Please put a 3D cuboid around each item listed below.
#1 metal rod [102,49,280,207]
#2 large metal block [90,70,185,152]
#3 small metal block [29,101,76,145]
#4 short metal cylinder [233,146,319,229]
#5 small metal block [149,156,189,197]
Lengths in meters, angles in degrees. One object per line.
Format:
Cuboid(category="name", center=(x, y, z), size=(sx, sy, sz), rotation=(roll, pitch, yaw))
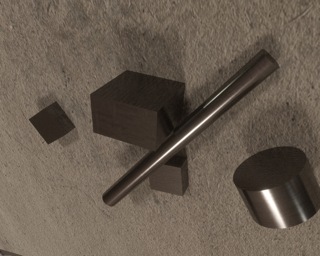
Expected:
Cuboid(category="metal rod", center=(0.017, 0.018, 0.384), size=(0.025, 0.025, 0.299), rotation=(45, 122, -3))
Cuboid(category="large metal block", center=(-0.024, -0.024, 0.367), size=(0.080, 0.080, 0.050), rotation=(16, 125, 19))
Cuboid(category="small metal block", center=(-0.171, -0.007, 0.490), size=(0.050, 0.025, 0.050), rotation=(-24, 106, 36))
Cuboid(category="short metal cylinder", center=(0.129, 0.063, 0.342), size=(0.080, 0.080, 0.050), rotation=(-18, 109, 35))
Cuboid(category="small metal block", center=(0.012, 0.065, 0.439), size=(0.050, 0.025, 0.050), rotation=(8, 122, 23))
